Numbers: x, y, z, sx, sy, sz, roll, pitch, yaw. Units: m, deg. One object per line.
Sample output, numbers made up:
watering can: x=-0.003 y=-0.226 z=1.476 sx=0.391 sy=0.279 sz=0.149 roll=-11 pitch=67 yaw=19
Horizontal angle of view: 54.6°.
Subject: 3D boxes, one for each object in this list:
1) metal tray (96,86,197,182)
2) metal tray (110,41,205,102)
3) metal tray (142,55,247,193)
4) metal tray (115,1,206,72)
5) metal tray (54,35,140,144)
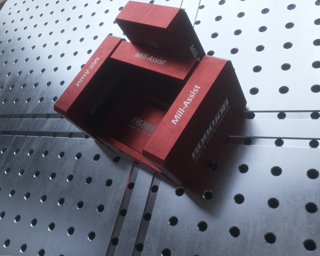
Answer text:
metal tray: x=-0.013 y=0.002 z=0.411 sx=0.130 sy=0.030 sz=0.090 roll=24 pitch=75 yaw=36
metal tray: x=0.007 y=-0.062 z=0.401 sx=0.130 sy=0.090 sz=0.030 roll=24 pitch=76 yaw=36
metal tray: x=0.045 y=-0.003 z=0.344 sx=0.030 sy=0.090 sz=0.130 roll=24 pitch=75 yaw=36
metal tray: x=0.012 y=-0.097 z=0.394 sx=0.090 sy=0.130 sz=0.030 roll=25 pitch=76 yaw=36
metal tray: x=-0.076 y=-0.053 z=0.439 sx=0.030 sy=0.090 sz=0.130 roll=24 pitch=75 yaw=36
